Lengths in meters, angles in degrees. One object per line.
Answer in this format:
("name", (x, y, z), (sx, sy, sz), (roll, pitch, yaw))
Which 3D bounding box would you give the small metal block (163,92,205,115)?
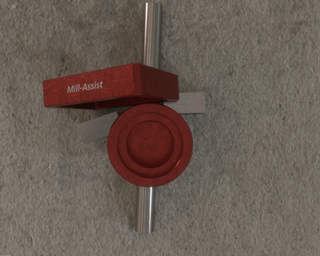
("small metal block", (0.029, -0.030, 0.399), (0.050, 0.050, 0.025), (-2, 90, -1))

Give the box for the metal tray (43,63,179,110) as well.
("metal tray", (-0.055, -0.042, 0.355), (0.130, 0.090, 0.030), (-4, 89, 29))

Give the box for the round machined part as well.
("round machined part", (-0.012, 0.018, 0.375), (0.099, 0.042, 0.097), (0, 93, -3))

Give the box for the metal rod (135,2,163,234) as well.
("metal rod", (-0.015, -0.013, 0.411), (0.025, 0.025, 0.298), (2, 90, -1))

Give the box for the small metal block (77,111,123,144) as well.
("small metal block", (-0.072, -0.001, 0.398), (0.050, 0.050, 0.025), (-19, 90, 0))
